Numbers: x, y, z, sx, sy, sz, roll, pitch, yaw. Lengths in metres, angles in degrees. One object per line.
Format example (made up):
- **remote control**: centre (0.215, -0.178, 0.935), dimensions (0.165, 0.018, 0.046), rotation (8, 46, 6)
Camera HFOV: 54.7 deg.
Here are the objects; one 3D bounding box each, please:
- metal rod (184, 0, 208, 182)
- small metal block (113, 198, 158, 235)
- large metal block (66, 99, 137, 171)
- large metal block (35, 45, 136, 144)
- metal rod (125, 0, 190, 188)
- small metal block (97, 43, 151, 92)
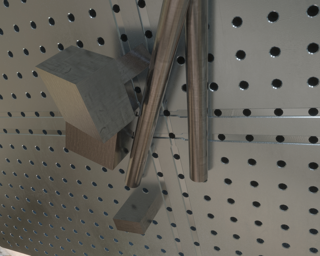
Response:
- **metal rod**: centre (0.042, -0.063, 0.350), dimensions (0.025, 0.025, 0.298), rotation (9, 123, 23)
- **small metal block**: centre (-0.040, 0.142, 0.504), dimensions (0.050, 0.050, 0.025), rotation (-1, 118, 28)
- **large metal block**: centre (-0.085, 0.001, 0.441), dimensions (0.080, 0.050, 0.079), rotation (23, 127, 14)
- **large metal block**: centre (-0.083, -0.040, 0.352), dimensions (0.080, 0.050, 0.080), rotation (25, 145, 38)
- **metal rod**: centre (-0.012, -0.023, 0.387), dimensions (0.025, 0.025, 0.298), rotation (26, 133, 12)
- **small metal block**: centre (-0.041, -0.068, 0.364), dimensions (0.025, 0.050, 0.050), rotation (53, 152, -9)
